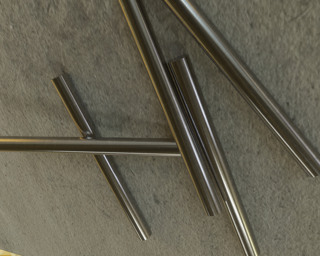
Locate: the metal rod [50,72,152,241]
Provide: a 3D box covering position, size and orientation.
[{"bbox_3d":[-0.084,0.056,0.483,0.025,0.025,0.299,-12,113,33],"label":"metal rod"}]

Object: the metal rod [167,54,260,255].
[{"bbox_3d":[0.076,0.051,0.397,0.025,0.025,0.299,-11,113,32],"label":"metal rod"}]

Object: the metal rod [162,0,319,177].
[{"bbox_3d":[0.075,-0.066,0.325,0.300,0.025,0.025,48,128,-7],"label":"metal rod"}]

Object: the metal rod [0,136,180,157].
[{"bbox_3d":[-0.110,0.025,0.445,0.301,0.025,0.025,0,119,16],"label":"metal rod"}]

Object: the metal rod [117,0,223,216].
[{"bbox_3d":[0.014,-0.026,0.366,0.025,0.025,0.299,-13,107,33],"label":"metal rod"}]
